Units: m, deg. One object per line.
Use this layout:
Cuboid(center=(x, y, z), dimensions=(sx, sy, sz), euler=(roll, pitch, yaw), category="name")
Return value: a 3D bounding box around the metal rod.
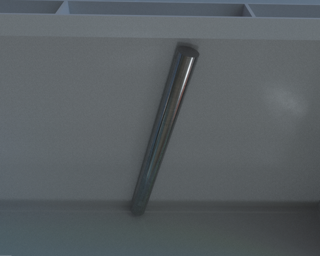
Cuboid(center=(-0.003, 0.027, 0.431), dimensions=(0.025, 0.025, 0.298), euler=(10, 130, -9), category="metal rod")
